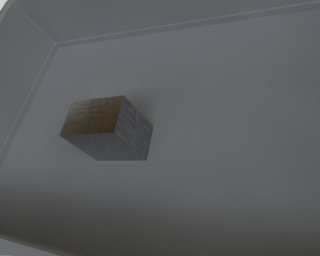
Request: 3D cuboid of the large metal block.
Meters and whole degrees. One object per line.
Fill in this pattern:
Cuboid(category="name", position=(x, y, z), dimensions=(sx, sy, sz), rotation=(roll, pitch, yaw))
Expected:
Cuboid(category="large metal block", position=(-0.066, 0.004, 0.404), dimensions=(0.080, 0.080, 0.050), rotation=(-3, 60, 27))
